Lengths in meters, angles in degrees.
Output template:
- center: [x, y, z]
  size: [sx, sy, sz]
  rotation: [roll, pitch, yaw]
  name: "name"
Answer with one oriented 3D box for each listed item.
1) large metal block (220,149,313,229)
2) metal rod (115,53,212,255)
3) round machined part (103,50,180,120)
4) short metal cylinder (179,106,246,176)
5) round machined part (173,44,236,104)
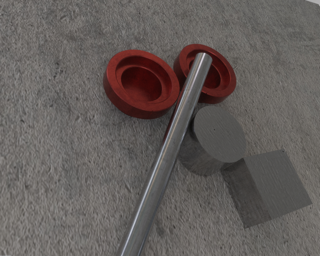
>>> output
- center: [0.141, 0.079, 0.415]
  size: [0.081, 0.050, 0.080]
  rotation: [-7, 65, -31]
  name: "large metal block"
- center: [0.011, 0.026, 0.363]
  size: [0.025, 0.025, 0.300]
  rotation: [28, 61, -11]
  name: "metal rod"
- center: [-0.027, -0.052, 0.409]
  size: [0.099, 0.042, 0.098]
  rotation: [13, 56, -19]
  name: "round machined part"
- center: [0.066, 0.018, 0.410]
  size: [0.081, 0.050, 0.080]
  rotation: [15, 57, -23]
  name: "short metal cylinder"
- center: [0.064, -0.077, 0.474]
  size: [0.099, 0.042, 0.098]
  rotation: [13, 56, -21]
  name: "round machined part"
